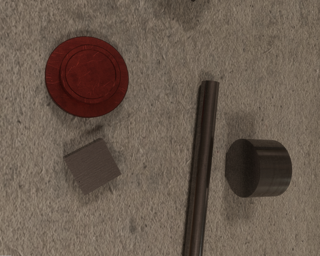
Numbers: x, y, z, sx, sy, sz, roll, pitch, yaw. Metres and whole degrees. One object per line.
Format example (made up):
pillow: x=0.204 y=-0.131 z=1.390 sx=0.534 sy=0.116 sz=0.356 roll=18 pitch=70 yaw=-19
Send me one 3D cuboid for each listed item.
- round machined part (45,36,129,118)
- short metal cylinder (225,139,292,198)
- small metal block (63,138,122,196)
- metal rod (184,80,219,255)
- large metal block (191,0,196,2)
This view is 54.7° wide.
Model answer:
round machined part: x=-0.085 y=-0.061 z=0.369 sx=0.099 sy=0.042 sz=0.097 roll=0 pitch=90 yaw=-21
short metal cylinder: x=0.135 y=0.056 z=0.431 sx=0.050 sy=0.080 sz=0.079 roll=3 pitch=89 yaw=-20
small metal block: x=-0.083 y=0.046 z=0.379 sx=0.050 sy=0.025 sz=0.050 roll=-29 pitch=100 yaw=-18
metal rod: x=0.056 y=0.084 z=0.431 sx=0.025 sy=0.025 sz=0.298 roll=7 pitch=88 yaw=-20
large metal block: x=0.041 y=-0.233 z=0.412 sx=0.080 sy=0.050 sz=0.080 roll=30 pitch=80 yaw=-18
